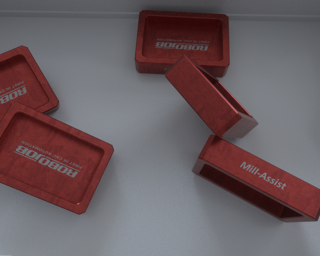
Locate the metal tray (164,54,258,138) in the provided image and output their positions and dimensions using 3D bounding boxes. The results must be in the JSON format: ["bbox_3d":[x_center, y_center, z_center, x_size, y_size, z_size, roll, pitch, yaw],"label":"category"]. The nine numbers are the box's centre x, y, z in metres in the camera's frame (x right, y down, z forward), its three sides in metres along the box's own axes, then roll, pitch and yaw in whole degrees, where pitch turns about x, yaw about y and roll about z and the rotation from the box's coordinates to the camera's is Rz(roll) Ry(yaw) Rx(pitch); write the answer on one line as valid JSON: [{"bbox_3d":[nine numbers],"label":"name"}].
[{"bbox_3d":[0.066,-0.031,0.366,0.030,0.131,0.090,-44,71,17],"label":"metal tray"}]

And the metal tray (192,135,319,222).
[{"bbox_3d":[0.104,0.061,0.353,0.130,0.090,0.030,28,75,9],"label":"metal tray"}]

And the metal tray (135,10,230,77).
[{"bbox_3d":[0.033,-0.124,0.452,0.131,0.030,0.090,3,70,0],"label":"metal tray"}]

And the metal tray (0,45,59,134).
[{"bbox_3d":[-0.209,-0.037,0.395,0.131,0.030,0.090,-30,93,-17],"label":"metal tray"}]

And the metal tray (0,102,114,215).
[{"bbox_3d":[-0.133,0.037,0.371,0.131,0.030,0.090,26,71,-10],"label":"metal tray"}]
